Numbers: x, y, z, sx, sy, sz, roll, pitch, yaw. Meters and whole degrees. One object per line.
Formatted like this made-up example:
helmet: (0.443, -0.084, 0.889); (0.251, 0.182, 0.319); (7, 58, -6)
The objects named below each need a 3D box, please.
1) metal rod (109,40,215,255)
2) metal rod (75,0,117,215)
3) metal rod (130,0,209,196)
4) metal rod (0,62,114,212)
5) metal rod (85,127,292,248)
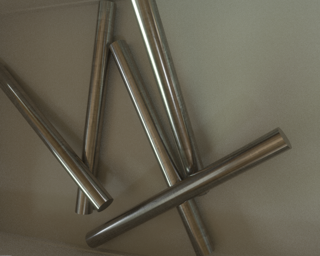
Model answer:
metal rod: (-0.001, 0.020, 0.409); (0.025, 0.025, 0.299); (-26, 82, 18)
metal rod: (-0.092, -0.027, 0.441); (0.025, 0.025, 0.298); (8, 93, 19)
metal rod: (0.007, -0.054, 0.343); (0.025, 0.025, 0.298); (-11, 111, 19)
metal rod: (-0.169, 0.000, 0.451); (0.300, 0.025, 0.025); (45, 104, 21)
metal rod: (0.014, 0.085, 0.377); (0.299, 0.025, 0.025); (-34, 79, 27)
